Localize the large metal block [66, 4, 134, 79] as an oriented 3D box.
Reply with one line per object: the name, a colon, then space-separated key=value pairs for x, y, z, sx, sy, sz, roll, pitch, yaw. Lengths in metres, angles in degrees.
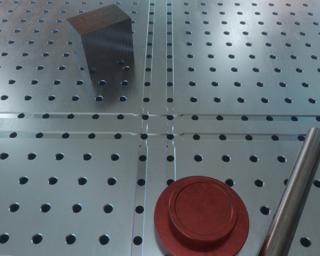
large metal block: x=-0.090 y=-0.135 z=0.485 sx=0.081 sy=0.080 sz=0.050 roll=-28 pitch=56 yaw=-21

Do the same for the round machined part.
round machined part: x=0.043 y=0.091 z=0.320 sx=0.099 sy=0.042 sz=0.098 roll=0 pitch=50 yaw=0

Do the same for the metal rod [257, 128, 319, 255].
metal rod: x=0.125 y=0.106 z=0.318 sx=0.025 sy=0.025 sz=0.301 roll=26 pitch=54 yaw=20
